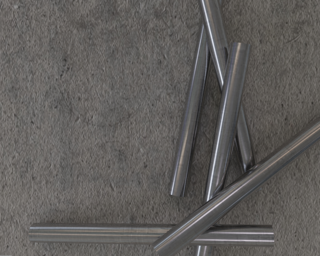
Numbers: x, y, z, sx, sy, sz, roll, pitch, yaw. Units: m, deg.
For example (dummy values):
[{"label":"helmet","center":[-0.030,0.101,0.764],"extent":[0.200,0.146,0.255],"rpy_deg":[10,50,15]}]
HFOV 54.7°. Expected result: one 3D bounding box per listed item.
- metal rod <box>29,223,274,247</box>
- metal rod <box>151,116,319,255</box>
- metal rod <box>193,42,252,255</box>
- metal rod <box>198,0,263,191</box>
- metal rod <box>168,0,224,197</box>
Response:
[{"label":"metal rod","center":[-0.018,0.132,0.385],"extent":[0.301,0.025,0.025],"rpy_deg":[-2,90,9]},{"label":"metal rod","center":[0.120,0.059,0.379],"extent":[0.301,0.025,0.025],"rpy_deg":[-34,90,-13]},{"label":"metal rod","center":[0.073,0.048,0.385],"extent":[0.025,0.025,0.298],"rpy_deg":[8,100,0]},{"label":"metal rod","center":[0.085,-0.062,0.392],"extent":[0.025,0.025,0.298],"rpy_deg":[-15,97,0]},{"label":"metal rod","center":[0.051,-0.059,0.410],"extent":[0.025,0.025,0.298],"rpy_deg":[11,90,0]}]
